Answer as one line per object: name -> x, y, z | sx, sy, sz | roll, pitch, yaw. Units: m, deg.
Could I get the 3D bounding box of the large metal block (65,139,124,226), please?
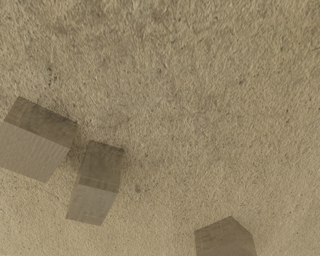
large metal block -> -0.091, 0.077, 0.436 | 0.050, 0.080, 0.079 | 18, 128, -15

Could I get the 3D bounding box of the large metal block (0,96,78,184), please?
large metal block -> -0.166, 0.018, 0.404 | 0.080, 0.050, 0.080 | 27, 125, -22

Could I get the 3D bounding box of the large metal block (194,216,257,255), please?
large metal block -> 0.122, 0.218, 0.577 | 0.080, 0.050, 0.080 | -31, 124, 23
